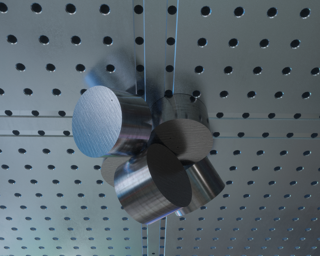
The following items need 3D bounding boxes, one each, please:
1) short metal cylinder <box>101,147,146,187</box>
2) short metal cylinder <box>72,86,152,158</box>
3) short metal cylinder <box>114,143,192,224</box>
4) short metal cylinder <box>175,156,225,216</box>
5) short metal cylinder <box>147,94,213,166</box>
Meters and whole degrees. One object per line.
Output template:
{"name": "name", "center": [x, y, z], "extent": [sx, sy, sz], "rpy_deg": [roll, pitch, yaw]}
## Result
{"name": "short metal cylinder", "center": [-0.038, 0.043, 0.431], "extent": [0.081, 0.050, 0.079], "rpy_deg": [0, 130, 0]}
{"name": "short metal cylinder", "center": [-0.056, -0.005, 0.361], "extent": [0.080, 0.080, 0.050], "rpy_deg": [-38, 155, 27]}
{"name": "short metal cylinder", "center": [-0.007, 0.065, 0.363], "extent": [0.050, 0.080, 0.080], "rpy_deg": [-34, 123, 25]}
{"name": "short metal cylinder", "center": [0.043, 0.078, 0.434], "extent": [0.080, 0.080, 0.050], "rpy_deg": [-33, 88, 24]}
{"name": "short metal cylinder", "center": [0.025, 0.003, 0.398], "extent": [0.081, 0.050, 0.079], "rpy_deg": [0, 130, 0]}
